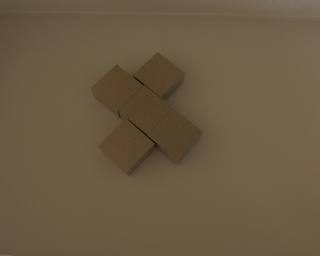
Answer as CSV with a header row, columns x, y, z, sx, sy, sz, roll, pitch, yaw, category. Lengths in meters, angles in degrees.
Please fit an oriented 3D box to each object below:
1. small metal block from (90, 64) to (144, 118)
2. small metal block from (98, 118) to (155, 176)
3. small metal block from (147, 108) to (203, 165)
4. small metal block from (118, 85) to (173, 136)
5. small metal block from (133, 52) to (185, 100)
x,y,z,sx,sy,sz,roll,pitch,yaw,category
-0.057,-0.051,0.425,0.050,0.025,0.050,40,75,13,small metal block
-0.042,0.025,0.398,0.050,0.025,0.050,41,76,13,small metal block
0.019,0.011,0.403,0.050,0.025,0.050,40,75,13,small metal block
-0.018,-0.020,0.414,0.050,0.025,0.050,40,75,13,small metal block
-0.001,-0.069,0.432,0.050,0.025,0.050,40,74,13,small metal block
